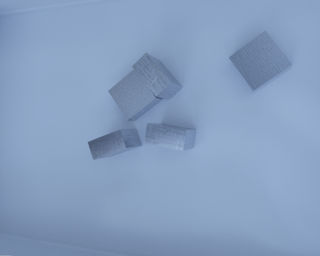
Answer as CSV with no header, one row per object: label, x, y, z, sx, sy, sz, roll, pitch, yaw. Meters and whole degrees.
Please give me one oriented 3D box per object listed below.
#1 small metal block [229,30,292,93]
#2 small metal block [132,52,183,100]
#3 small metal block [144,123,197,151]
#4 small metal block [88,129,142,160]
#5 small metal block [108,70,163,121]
small metal block,0.119,-0.077,0.368,0.050,0.025,0.050,-36,79,16
small metal block,-0.002,-0.065,0.398,0.025,0.050,0.050,-42,77,15
small metal block,0.014,0.010,0.392,0.050,0.050,0.025,10,94,19
small metal block,-0.060,0.021,0.418,0.050,0.050,0.025,-20,83,19
small metal block,-0.034,-0.045,0.422,0.050,0.025,0.050,-37,78,16
